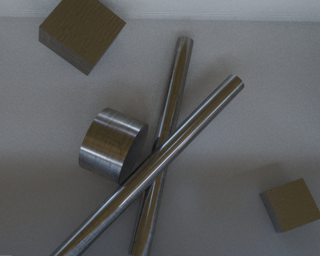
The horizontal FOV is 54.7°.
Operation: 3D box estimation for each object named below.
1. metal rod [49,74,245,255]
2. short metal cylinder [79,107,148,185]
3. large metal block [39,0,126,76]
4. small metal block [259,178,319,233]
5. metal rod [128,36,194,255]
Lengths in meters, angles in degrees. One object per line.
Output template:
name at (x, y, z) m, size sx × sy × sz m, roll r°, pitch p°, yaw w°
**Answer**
metal rod at (-0.006, 0.043, 0.366) m, size 0.025 × 0.025 × 0.301 m, roll 42°, pitch 77°, yaw 13°
short metal cylinder at (-0.054, 0.022, 0.372) m, size 0.050 × 0.080 × 0.080 m, roll 23°, pitch 72°, yaw 8°
large metal block at (-0.107, -0.133, 0.428) m, size 0.080 × 0.050 × 0.080 m, roll 36°, pitch 72°, yaw -14°
small metal block at (0.158, 0.094, 0.377) m, size 0.050 × 0.025 × 0.050 m, roll -18°, pitch 71°, yaw -7°
metal rod at (0.006, 0.010, 0.406) m, size 0.025 × 0.025 × 0.299 m, roll 11°, pitch 70°, yaw 4°
